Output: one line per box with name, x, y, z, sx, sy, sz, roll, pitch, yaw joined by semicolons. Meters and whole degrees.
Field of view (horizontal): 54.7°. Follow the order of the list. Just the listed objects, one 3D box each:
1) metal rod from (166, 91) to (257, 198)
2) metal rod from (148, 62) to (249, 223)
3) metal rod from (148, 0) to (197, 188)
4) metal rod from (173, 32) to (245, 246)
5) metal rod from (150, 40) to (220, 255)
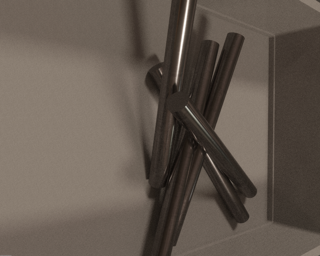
metal rod;0.088;0.042;0.431;0.300;0.025;0.025;45;62;-49
metal rod;0.068;0.036;0.466;0.025;0.025;0.299;-47;118;-30
metal rod;0.015;-0.060;0.342;0.025;0.025;0.298;-17;126;-39
metal rod;0.058;0.013;0.426;0.025;0.025;0.299;21;86;-39
metal rod;0.034;0.027;0.406;0.025;0.025;0.299;21;79;-39
